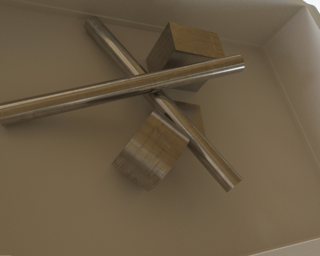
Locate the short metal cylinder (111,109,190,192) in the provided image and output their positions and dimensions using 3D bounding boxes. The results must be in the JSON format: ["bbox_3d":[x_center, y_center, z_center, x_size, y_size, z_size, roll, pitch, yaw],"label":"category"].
[{"bbox_3d":[-0.010,0.025,0.351,0.050,0.080,0.080,38,51,-3],"label":"short metal cylinder"}]

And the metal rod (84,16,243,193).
[{"bbox_3d":[-0.005,-0.042,0.404,0.025,0.025,0.300,-27,69,-37],"label":"metal rod"}]

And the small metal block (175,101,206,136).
[{"bbox_3d":[0.031,-0.008,0.429,0.050,0.025,0.050,8,58,-24],"label":"small metal block"}]

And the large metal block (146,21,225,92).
[{"bbox_3d":[0.035,-0.100,0.452,0.081,0.080,0.050,4,60,-27],"label":"large metal block"}]

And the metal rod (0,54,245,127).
[{"bbox_3d":[-0.030,-0.051,0.374,0.302,0.025,0.025,-15,69,-19],"label":"metal rod"}]
